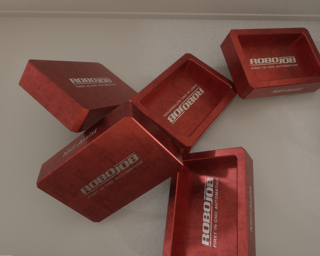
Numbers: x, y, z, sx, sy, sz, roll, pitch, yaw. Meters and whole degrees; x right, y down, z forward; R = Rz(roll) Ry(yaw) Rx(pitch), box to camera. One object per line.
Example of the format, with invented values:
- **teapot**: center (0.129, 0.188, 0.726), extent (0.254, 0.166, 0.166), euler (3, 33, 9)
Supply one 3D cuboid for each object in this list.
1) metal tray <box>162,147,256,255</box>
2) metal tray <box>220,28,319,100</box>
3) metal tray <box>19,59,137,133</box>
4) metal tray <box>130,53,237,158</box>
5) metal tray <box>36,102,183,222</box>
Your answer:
- **metal tray**: center (0.055, 0.089, 0.341), extent (0.090, 0.030, 0.130), euler (-10, 56, 29)
- **metal tray**: center (0.157, -0.091, 0.423), extent (0.131, 0.030, 0.090), euler (-8, 69, -19)
- **metal tray**: center (-0.086, -0.043, 0.373), extent (0.090, 0.131, 0.030), euler (39, 113, 13)
- **metal tray**: center (0.033, -0.034, 0.397), extent (0.090, 0.030, 0.131), euler (37, 55, 11)
- **metal tray**: center (-0.053, 0.042, 0.333), extent (0.130, 0.090, 0.030), euler (-35, 32, 17)
